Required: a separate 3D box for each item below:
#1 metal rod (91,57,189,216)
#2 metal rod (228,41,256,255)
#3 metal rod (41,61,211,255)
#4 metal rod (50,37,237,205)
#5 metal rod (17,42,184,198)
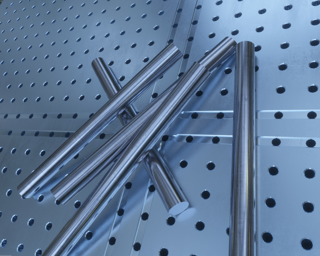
[{"bbox_3d":[-0.042,-0.010,0.434,0.025,0.025,0.300,-36,51,4],"label":"metal rod"},{"bbox_3d":[0.093,0.024,0.344,0.025,0.025,0.299,-5,59,25],"label":"metal rod"},{"bbox_3d":[-0.043,0.046,0.372,0.299,0.025,0.025,-52,52,2],"label":"metal rod"},{"bbox_3d":[-0.011,-0.017,0.395,0.301,0.025,0.025,-42,51,-12],"label":"metal rod"},{"bbox_3d":[-0.088,-0.005,0.429,0.300,0.025,0.025,-42,51,10],"label":"metal rod"}]
